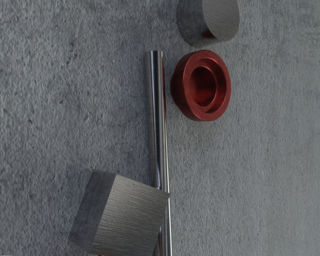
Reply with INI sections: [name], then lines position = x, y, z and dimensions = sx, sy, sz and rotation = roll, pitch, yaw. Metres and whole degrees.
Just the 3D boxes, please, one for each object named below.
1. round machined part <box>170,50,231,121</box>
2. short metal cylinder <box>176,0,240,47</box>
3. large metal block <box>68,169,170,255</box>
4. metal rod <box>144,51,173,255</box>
[round machined part]
position = 0.053, -0.058, 0.438
dimensions = 0.099, 0.042, 0.097
rotation = 0, 90, -40
[short metal cylinder]
position = 0.070, -0.161, 0.446
dimensions = 0.081, 0.050, 0.079
rotation = 0, 90, -40
[large metal block]
position = -0.044, 0.099, 0.352
dimensions = 0.080, 0.050, 0.080
rotation = 28, 73, -37
[metal rod]
position = -0.001, 0.052, 0.404
dimensions = 0.025, 0.025, 0.298
rotation = -5, 93, -40
